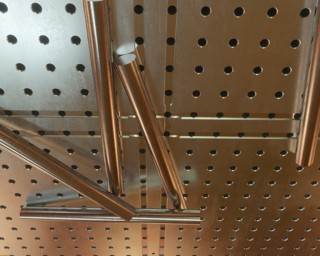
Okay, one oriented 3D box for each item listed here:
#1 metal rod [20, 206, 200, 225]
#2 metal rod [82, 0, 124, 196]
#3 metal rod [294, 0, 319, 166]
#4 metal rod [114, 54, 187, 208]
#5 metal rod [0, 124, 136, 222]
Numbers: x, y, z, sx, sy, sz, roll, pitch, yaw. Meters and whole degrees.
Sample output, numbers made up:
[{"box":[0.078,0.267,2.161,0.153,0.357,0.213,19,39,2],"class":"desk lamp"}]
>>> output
[{"box":[-0.085,0.145,0.514,0.302,0.025,0.025,-1,131,7],"class":"metal rod"},{"box":[-0.066,-0.014,0.398,0.025,0.025,0.298,1,130,-1],"class":"metal rod"},{"box":[0.184,-0.064,0.359,0.025,0.025,0.298,-8,130,6],"class":"metal rod"},{"box":[-0.002,0.033,0.439,0.025,0.025,0.299,-11,130,9],"class":"metal rod"},{"box":[-0.157,0.050,0.433,0.301,0.025,0.025,38,120,-22],"class":"metal rod"}]
